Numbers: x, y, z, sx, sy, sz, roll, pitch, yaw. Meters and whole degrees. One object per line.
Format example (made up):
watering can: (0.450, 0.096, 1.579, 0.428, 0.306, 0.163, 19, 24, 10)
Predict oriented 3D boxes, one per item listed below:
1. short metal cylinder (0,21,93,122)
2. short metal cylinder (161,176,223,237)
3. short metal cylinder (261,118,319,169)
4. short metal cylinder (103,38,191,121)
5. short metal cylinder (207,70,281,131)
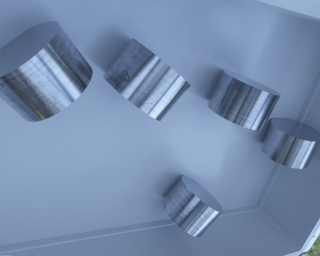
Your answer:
short metal cylinder: (-0.110, -0.052, 0.282, 0.080, 0.080, 0.050, -37, 130, -4)
short metal cylinder: (0.049, 0.119, 0.476, 0.080, 0.080, 0.050, 32, 100, -39)
short metal cylinder: (0.213, 0.023, 0.507, 0.081, 0.080, 0.050, -1, 119, -28)
short metal cylinder: (-0.013, -0.052, 0.335, 0.080, 0.080, 0.050, 33, 100, -39)
short metal cylinder: (0.111, -0.038, 0.412, 0.081, 0.080, 0.050, 9, 114, -33)
